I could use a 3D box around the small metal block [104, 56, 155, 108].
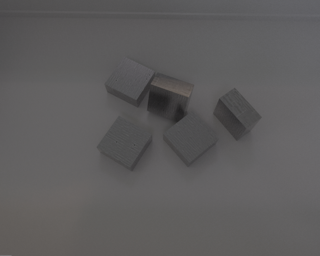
[{"bbox_3d":[-0.041,-0.064,0.433,0.050,0.025,0.050,28,72,9],"label":"small metal block"}]

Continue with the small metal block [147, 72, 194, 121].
[{"bbox_3d":[0.013,-0.039,0.408,0.050,0.050,0.025,20,51,7],"label":"small metal block"}]

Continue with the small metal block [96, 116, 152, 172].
[{"bbox_3d":[-0.045,0.020,0.402,0.050,0.025,0.050,30,73,10],"label":"small metal block"}]

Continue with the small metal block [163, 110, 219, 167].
[{"bbox_3d":[0.040,0.014,0.405,0.050,0.025,0.050,-38,75,-13],"label":"small metal block"}]

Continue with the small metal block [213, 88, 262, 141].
[{"bbox_3d":[0.099,-0.017,0.403,0.025,0.050,0.050,-35,74,-12],"label":"small metal block"}]
